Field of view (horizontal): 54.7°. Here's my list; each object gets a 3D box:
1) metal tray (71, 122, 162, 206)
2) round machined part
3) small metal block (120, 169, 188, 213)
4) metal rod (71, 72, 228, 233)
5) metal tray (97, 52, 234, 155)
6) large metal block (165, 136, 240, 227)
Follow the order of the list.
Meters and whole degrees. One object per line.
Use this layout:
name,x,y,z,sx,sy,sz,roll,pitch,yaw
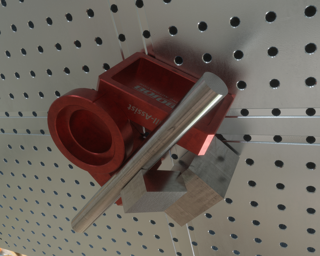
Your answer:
metal tray,-0.064,0.027,0.417,0.030,0.090,0.130,-33,101,38
round machined part,-0.072,0.000,0.347,0.098,0.042,0.097,13,124,20
small metal block,-0.008,0.069,0.335,0.050,0.050,0.025,-50,45,39
metal rod,-0.034,0.050,0.341,0.025,0.025,0.298,42,129,-1
metal tray,0.008,-0.033,0.343,0.130,0.090,0.030,28,129,10
large metal block,0.045,0.063,0.386,0.050,0.080,0.080,41,129,-1
